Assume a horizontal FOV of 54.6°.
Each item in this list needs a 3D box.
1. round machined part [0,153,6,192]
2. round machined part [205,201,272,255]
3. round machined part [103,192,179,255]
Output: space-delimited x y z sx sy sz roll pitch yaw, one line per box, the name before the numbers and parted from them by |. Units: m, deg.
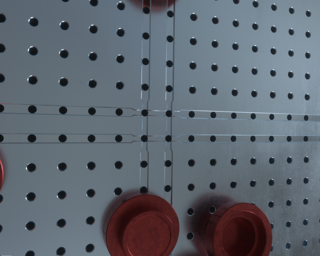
round machined part | -0.218 0.051 0.323 0.099 0.042 0.097 0 90 -20
round machined part | 0.106 0.153 0.439 0.099 0.042 0.098 2 84 -23
round machined part | -0.020 0.134 0.396 0.099 0.042 0.097 0 90 -20
